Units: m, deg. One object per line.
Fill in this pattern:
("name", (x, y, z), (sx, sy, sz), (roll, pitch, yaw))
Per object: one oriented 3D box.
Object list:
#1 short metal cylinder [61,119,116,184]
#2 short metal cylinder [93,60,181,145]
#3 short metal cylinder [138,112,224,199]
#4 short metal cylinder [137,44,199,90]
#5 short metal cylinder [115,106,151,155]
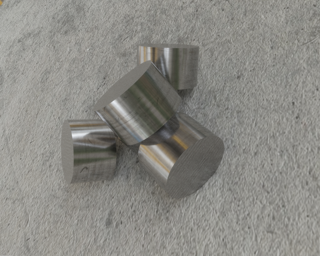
("short metal cylinder", (-0.093, 0.029, 0.394), (0.080, 0.050, 0.079), (7, 97, 62))
("short metal cylinder", (-0.025, -0.027, 0.333), (0.080, 0.050, 0.080), (-35, 21, 16))
("short metal cylinder", (0.023, 0.030, 0.339), (0.080, 0.080, 0.050), (-47, 51, -4))
("short metal cylinder", (0.010, -0.083, 0.408), (0.080, 0.081, 0.050), (15, 113, 34))
("short metal cylinder", (-0.018, -0.007, 0.403), (0.080, 0.050, 0.080), (-13, 56, 20))
